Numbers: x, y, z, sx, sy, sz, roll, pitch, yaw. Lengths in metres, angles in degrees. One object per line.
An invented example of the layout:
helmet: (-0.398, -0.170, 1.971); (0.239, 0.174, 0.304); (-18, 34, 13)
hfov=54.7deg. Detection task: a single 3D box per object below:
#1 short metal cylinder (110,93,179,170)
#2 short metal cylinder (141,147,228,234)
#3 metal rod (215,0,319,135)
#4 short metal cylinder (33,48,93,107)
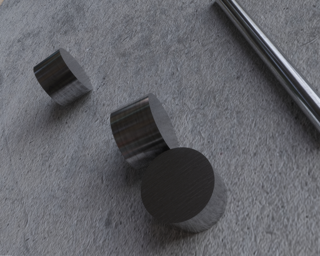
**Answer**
short metal cylinder: (-0.017, 0.004, 0.375); (0.050, 0.080, 0.080); (-24, 53, 13)
short metal cylinder: (0.027, 0.067, 0.333); (0.080, 0.050, 0.080); (-13, 56, 21)
metal rod: (0.134, -0.105, 0.398); (0.025, 0.025, 0.299); (-28, 52, 10)
short metal cylinder: (-0.154, -0.081, 0.499); (0.050, 0.080, 0.080); (-34, 52, 6)
